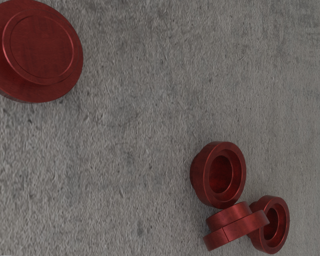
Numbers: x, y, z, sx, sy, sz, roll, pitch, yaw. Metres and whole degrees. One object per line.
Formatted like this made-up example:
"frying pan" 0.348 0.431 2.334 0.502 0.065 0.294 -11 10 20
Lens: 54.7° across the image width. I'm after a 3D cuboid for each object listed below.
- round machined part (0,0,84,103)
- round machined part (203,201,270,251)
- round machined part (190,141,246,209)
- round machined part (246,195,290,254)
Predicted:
"round machined part" -0.118 -0.073 0.295 0.099 0.042 0.097 0 90 -40
"round machined part" 0.107 0.142 0.458 0.099 0.097 0.042 -4 59 -40
"round machined part" 0.083 0.068 0.463 0.099 0.042 0.097 0 90 -40
"round machined part" 0.186 0.168 0.550 0.099 0.042 0.097 0 90 -40
